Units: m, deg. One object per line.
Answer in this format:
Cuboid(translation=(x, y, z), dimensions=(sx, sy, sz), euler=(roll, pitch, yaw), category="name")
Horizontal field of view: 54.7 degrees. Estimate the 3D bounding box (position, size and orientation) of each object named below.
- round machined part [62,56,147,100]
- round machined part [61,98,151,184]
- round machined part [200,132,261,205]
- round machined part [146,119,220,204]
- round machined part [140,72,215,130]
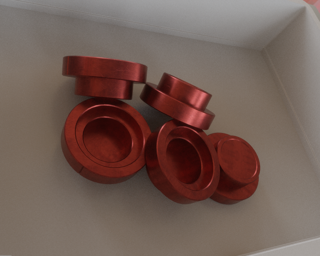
Cuboid(translation=(-0.066, -0.057, 0.370), dimensions=(0.099, 0.098, 0.042), euler=(2, 96, -27), category="round machined part")
Cuboid(translation=(-0.061, 0.017, 0.349), dimensions=(0.099, 0.042, 0.098), euler=(14, 56, -21), category="round machined part")
Cuboid(translation=(0.094, 0.049, 0.415), dimensions=(0.099, 0.042, 0.098), euler=(14, 56, -21), category="round machined part")
Cuboid(translation=(0.022, 0.041, 0.366), dimensions=(0.099, 0.042, 0.098), euler=(21, 55, -34), category="round machined part")
Cuboid(translation=(0.027, -0.038, 0.397), dimensions=(0.098, 0.042, 0.098), euler=(25, 11, -5), category="round machined part")
